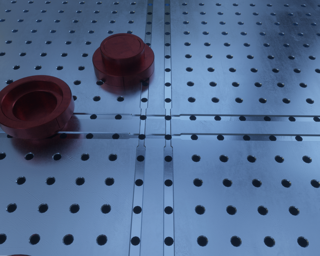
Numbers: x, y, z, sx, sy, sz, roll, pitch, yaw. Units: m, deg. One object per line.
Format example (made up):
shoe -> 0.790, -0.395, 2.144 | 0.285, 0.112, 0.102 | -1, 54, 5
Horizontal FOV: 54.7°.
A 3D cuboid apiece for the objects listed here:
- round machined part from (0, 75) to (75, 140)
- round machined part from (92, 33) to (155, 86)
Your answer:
round machined part -> -0.164, -0.023, 0.414 | 0.099, 0.042, 0.098 | 0, 50, 0
round machined part -> -0.058, -0.114, 0.492 | 0.099, 0.042, 0.098 | 0, 50, 0
